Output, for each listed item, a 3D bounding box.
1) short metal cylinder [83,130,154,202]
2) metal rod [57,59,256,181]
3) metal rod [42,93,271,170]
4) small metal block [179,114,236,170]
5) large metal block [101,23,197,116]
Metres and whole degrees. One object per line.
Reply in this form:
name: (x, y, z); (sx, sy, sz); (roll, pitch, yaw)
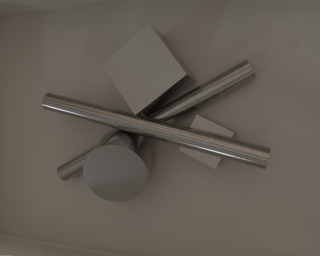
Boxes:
short metal cylinder: (-0.051, 0.047, 0.398); (0.080, 0.050, 0.079); (2, 112, 6)
metal rod: (-0.017, -0.002, 0.413); (0.300, 0.025, 0.025); (-29, 81, 17)
metal rod: (-0.019, -0.002, 0.388); (0.301, 0.025, 0.025); (15, 95, 19)
small metal block: (0.060, 0.016, 0.385); (0.050, 0.025, 0.050); (28, 99, 17)
large metal block: (-0.013, -0.071, 0.399); (0.080, 0.050, 0.080); (-37, 78, 16)
